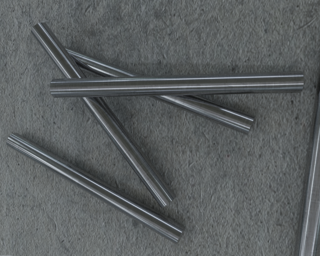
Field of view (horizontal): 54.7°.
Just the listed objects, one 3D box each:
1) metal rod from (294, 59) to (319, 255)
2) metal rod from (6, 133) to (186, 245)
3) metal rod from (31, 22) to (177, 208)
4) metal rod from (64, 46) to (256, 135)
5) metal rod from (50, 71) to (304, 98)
[{"bbox_3d":[0.179,0.025,0.345,0.025,0.025,0.298,7,92,20],"label":"metal rod"},{"bbox_3d":[-0.103,0.079,0.445,0.301,0.025,0.025,25,98,18],"label":"metal rod"},{"bbox_3d":[-0.079,-0.021,0.420,0.025,0.025,0.300,-39,84,16],"label":"metal rod"},{"bbox_3d":[-0.022,-0.058,0.416,0.301,0.025,0.025,23,98,18],"label":"metal rod"},{"bbox_3d":[0.012,-0.052,0.378,0.301,0.025,0.025,0,90,10],"label":"metal rod"}]
